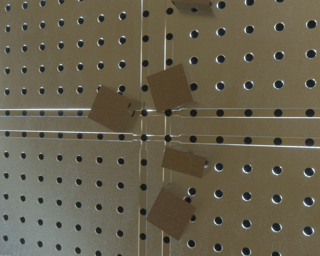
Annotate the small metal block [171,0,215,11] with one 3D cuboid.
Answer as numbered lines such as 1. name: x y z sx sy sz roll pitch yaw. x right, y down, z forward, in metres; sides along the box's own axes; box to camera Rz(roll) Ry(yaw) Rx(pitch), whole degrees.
1. small metal block: 0.046 -0.181 0.396 0.050 0.025 0.050 13 94 19

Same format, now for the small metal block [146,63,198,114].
1. small metal block: 0.016 -0.051 0.406 0.050 0.025 0.050 -18 84 18

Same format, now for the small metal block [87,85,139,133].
1. small metal block: -0.066 -0.027 0.435 0.050 0.025 0.050 27 99 17

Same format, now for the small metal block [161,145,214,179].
1. small metal block: 0.036 0.040 0.386 0.050 0.050 0.025 14 95 19

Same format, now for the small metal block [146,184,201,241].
1. small metal block: 0.017 0.109 0.406 0.050 0.025 0.050 29 99 17
